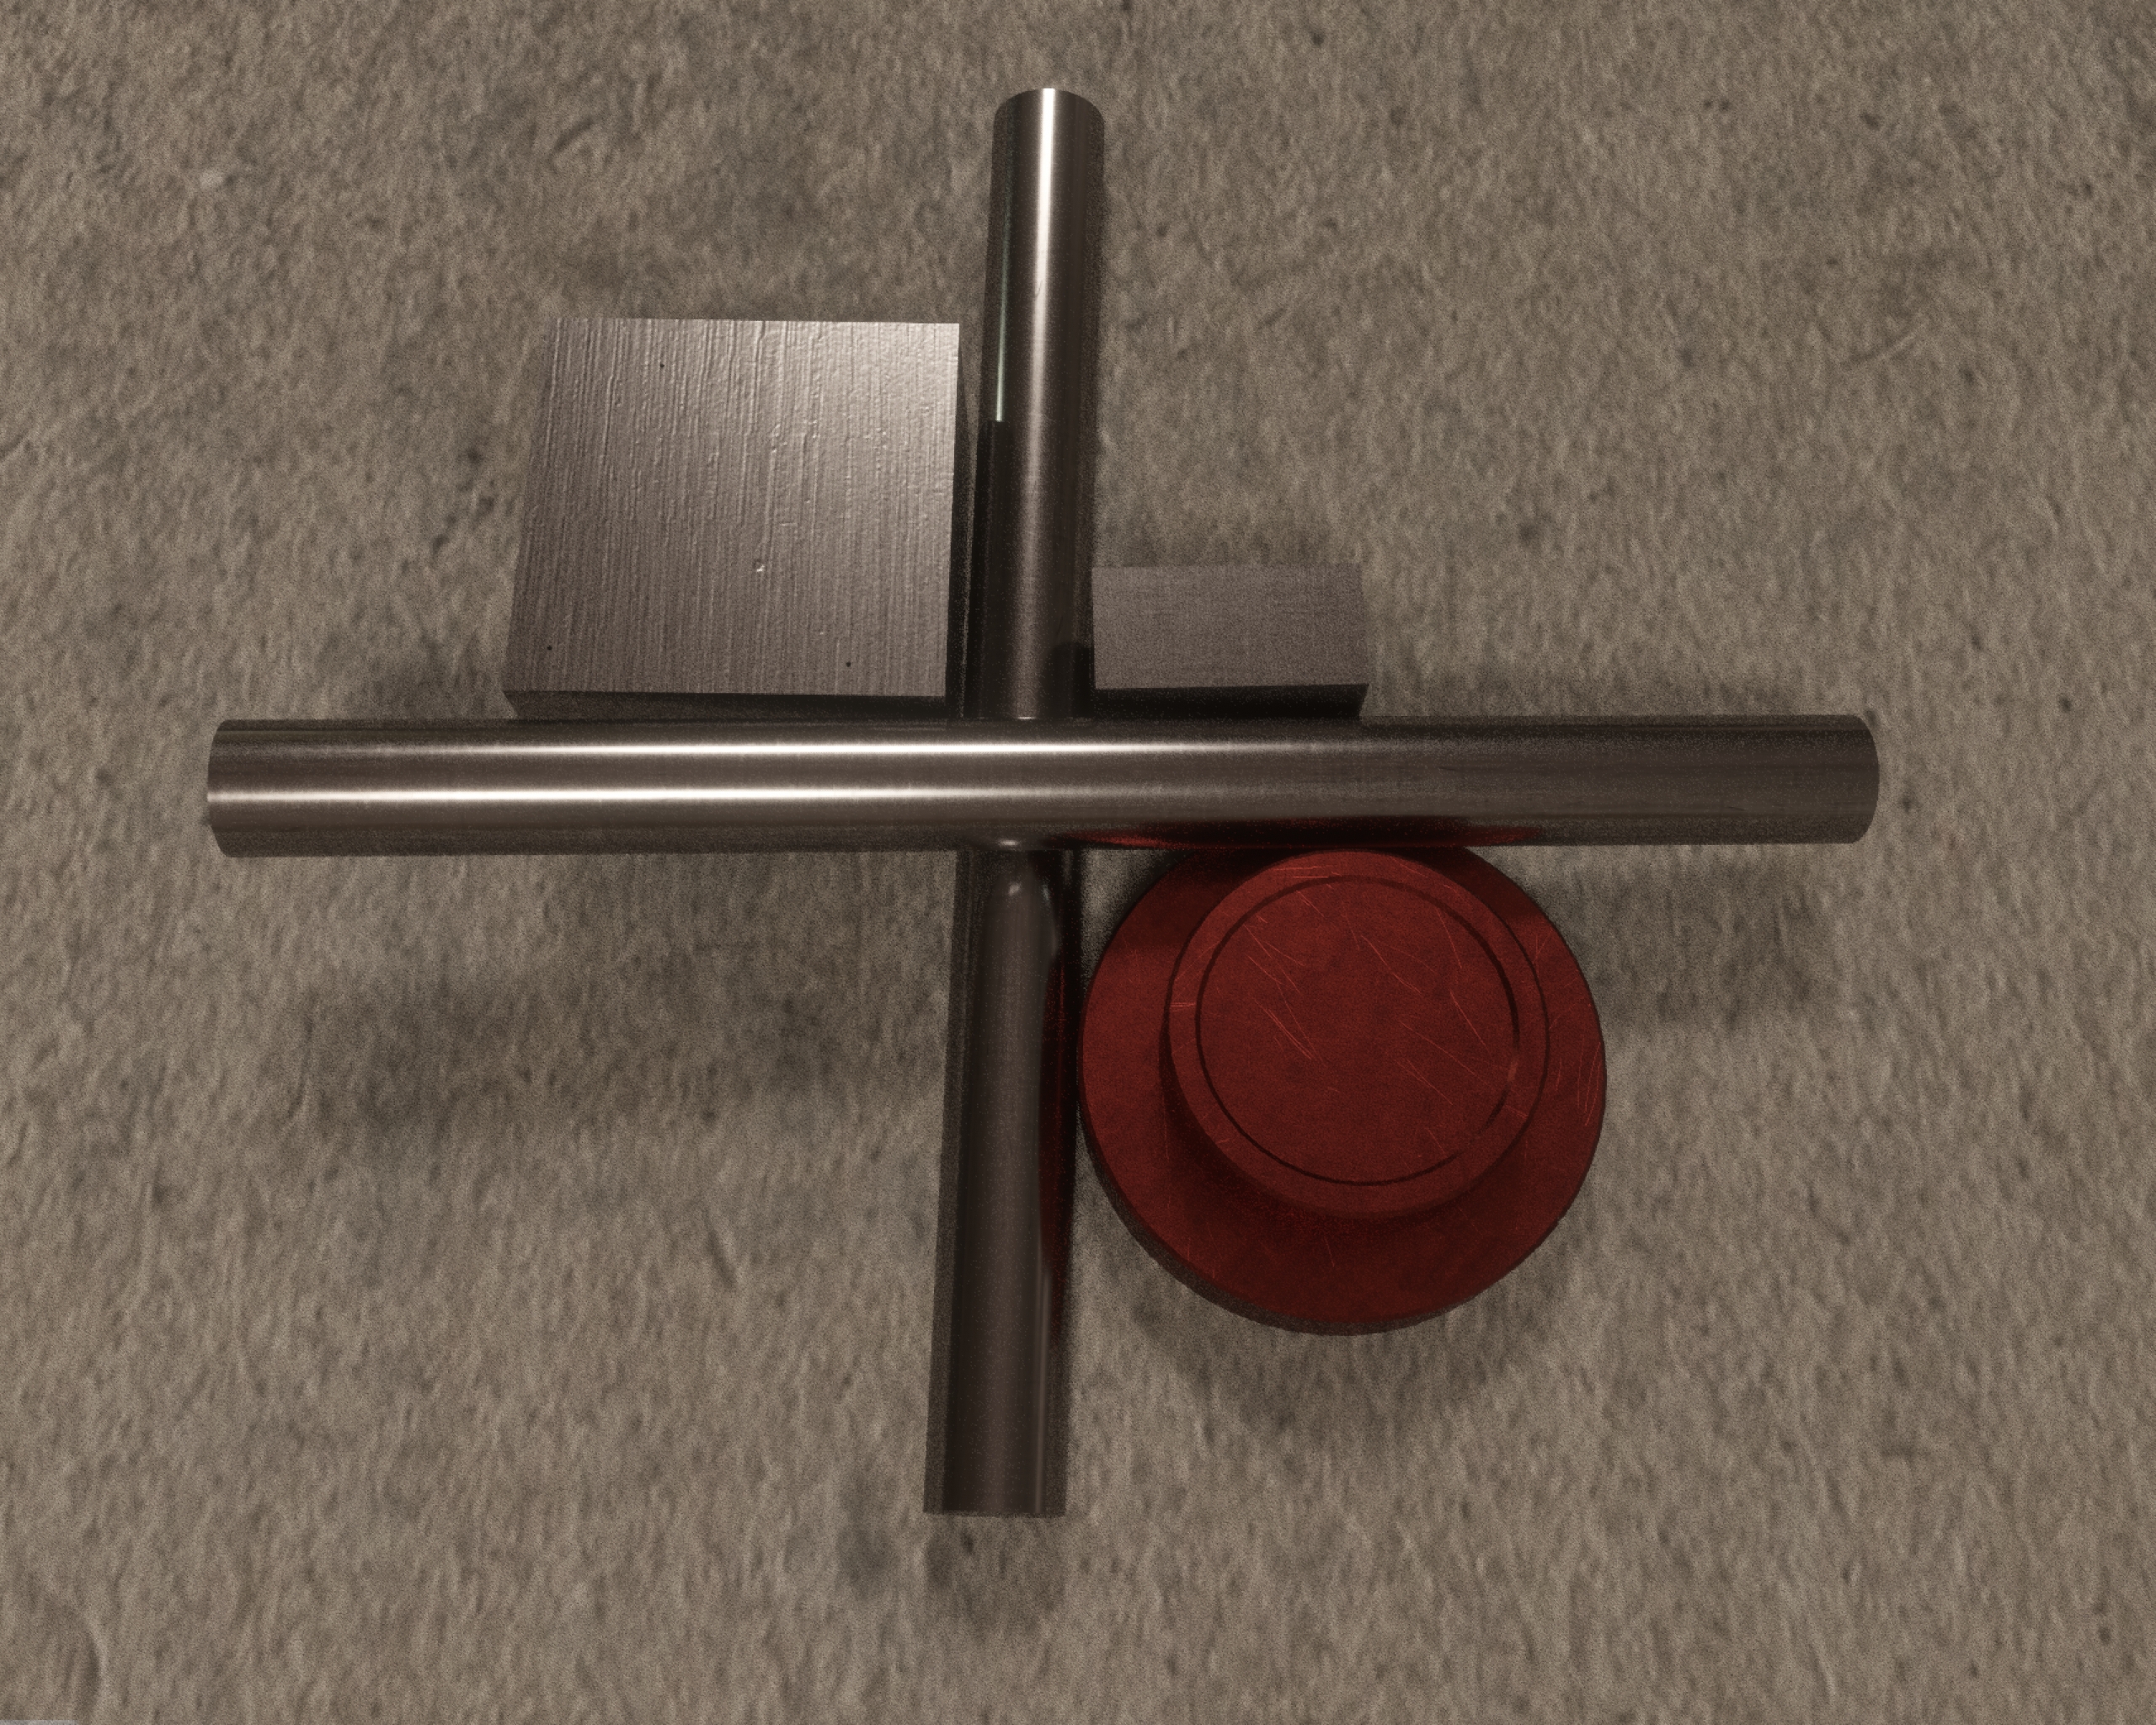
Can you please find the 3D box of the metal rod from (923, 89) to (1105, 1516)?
[{"bbox_3d":[-0.011,-0.025,0.418,0.025,0.025,0.299,2,70,0],"label":"metal rod"}]

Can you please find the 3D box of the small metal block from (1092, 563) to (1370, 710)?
[{"bbox_3d":[0.028,-0.036,0.410,0.050,0.050,0.025,-1,70,-1],"label":"small metal block"}]

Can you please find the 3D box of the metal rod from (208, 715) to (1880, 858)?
[{"bbox_3d":[-0.002,-0.015,0.388,0.302,0.025,0.025,-1,70,-5],"label":"metal rod"}]

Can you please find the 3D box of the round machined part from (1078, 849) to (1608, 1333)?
[{"bbox_3d":[0.049,0.036,0.387,0.099,0.042,0.098,0,70,-1],"label":"round machined part"}]

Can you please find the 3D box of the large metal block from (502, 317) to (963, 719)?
[{"bbox_3d":[-0.064,-0.060,0.416,0.081,0.050,0.080,1,70,0],"label":"large metal block"}]
